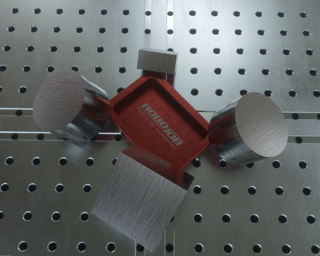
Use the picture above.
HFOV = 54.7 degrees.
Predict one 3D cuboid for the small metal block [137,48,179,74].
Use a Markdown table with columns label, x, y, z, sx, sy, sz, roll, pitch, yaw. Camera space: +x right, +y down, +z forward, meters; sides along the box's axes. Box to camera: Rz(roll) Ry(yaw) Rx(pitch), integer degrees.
| label | x | y | z | sx | sy | sz | roll | pitch | yaw |
| --- | --- | --- | --- | --- | --- | --- | --- | --- | --- |
| small metal block | -0.002 | -0.094 | 0.430 | 0.050 | 0.050 | 0.025 | 8 | 108 | 3 |

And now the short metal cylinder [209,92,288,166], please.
| label | x | y | z | sx | sy | sz | roll | pitch | yaw |
| --- | --- | --- | --- | --- | --- | --- | --- | --- | --- |
| short metal cylinder | 0.108 | 0.002 | 0.382 | 0.081 | 0.050 | 0.080 | 10 | 68 | -25 |

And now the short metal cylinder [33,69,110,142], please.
| label | x | y | z | sx | sy | sz | roll | pitch | yaw |
| --- | --- | --- | --- | --- | --- | --- | --- | --- | --- |
| short metal cylinder | -0.111 | -0.027 | 0.391 | 0.080 | 0.050 | 0.080 | -9 | 69 | 24 |

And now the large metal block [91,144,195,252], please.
| label | x | y | z | sx | sy | sz | roll | pitch | yaw |
| --- | --- | --- | --- | --- | --- | --- | --- | --- | --- |
| large metal block | -0.018 | 0.076 | 0.352 | 0.080 | 0.050 | 0.080 | 29 | 103 | 10 |

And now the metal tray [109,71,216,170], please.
| label | x | y | z | sx | sy | sz | roll | pitch | yaw |
| --- | --- | --- | --- | --- | --- | --- | --- | --- | --- |
| metal tray | 0.000 | -0.005 | 0.410 | 0.090 | 0.030 | 0.130 | -40 | 75 | -13 |
